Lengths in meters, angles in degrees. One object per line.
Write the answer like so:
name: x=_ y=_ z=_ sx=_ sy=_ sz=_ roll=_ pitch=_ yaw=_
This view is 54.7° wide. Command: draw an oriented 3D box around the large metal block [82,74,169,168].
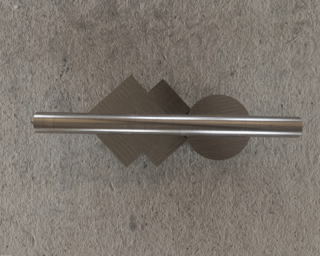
large metal block: x=-0.038 y=-0.008 z=0.397 sx=0.080 sy=0.050 sz=0.080 roll=-42 pitch=90 yaw=0

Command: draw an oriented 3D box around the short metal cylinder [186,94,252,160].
short metal cylinder: x=0.070 y=-0.001 z=0.398 sx=0.081 sy=0.050 sz=0.080 roll=0 pitch=90 yaw=0

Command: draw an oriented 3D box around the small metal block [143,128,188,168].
small metal block: x=0.006 y=0.022 z=0.400 sx=0.050 sy=0.050 sz=0.025 roll=-42 pitch=91 yaw=0

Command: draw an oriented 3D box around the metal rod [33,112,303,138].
metal rod: x=0.009 y=-0.004 z=0.359 sx=0.302 sy=0.025 sz=0.025 roll=1 pitch=90 yaw=-1

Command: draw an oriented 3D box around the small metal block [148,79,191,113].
small metal block: x=0.011 y=-0.033 z=0.399 sx=0.025 sy=0.050 sz=0.050 roll=-43 pitch=91 yaw=0
